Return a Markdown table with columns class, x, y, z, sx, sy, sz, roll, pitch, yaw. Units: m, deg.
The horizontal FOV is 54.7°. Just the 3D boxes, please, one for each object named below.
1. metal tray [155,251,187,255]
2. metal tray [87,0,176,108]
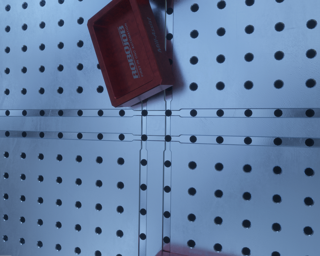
| class | x | y | z | sx | sy | sz | roll | pitch | yaw |
| --- | --- | --- | --- | --- | --- | --- | --- | --- | --- |
| metal tray | 0.050 | 0.216 | 0.392 | 0.130 | 0.030 | 0.089 | 3 | 91 | 19 |
| metal tray | -0.041 | -0.102 | 0.409 | 0.090 | 0.030 | 0.129 | -22 | 83 | 36 |
